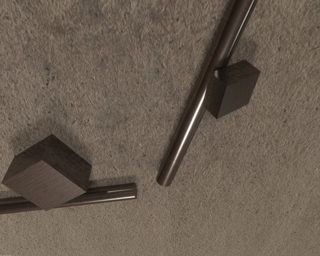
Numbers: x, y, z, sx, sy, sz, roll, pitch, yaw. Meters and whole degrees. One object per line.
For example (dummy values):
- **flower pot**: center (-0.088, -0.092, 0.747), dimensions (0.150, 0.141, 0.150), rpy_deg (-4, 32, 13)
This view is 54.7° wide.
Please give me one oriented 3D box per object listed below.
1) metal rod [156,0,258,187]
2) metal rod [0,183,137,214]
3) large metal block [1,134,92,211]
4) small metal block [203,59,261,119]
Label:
- **metal rod**: center (0.047, -0.029, 0.382), dimensions (0.025, 0.025, 0.298), rpy_deg (12, 129, -11)
- **metal rod**: center (-0.188, 0.121, 0.506), dimensions (0.302, 0.025, 0.025), rpy_deg (-8, 130, 6)
- **large metal block**: center (-0.159, 0.066, 0.445), dimensions (0.080, 0.050, 0.080), rpy_deg (-28, 125, 21)
- **small metal block**: center (0.080, -0.044, 0.352), dimensions (0.050, 0.025, 0.050), rpy_deg (-25, 145, -24)
